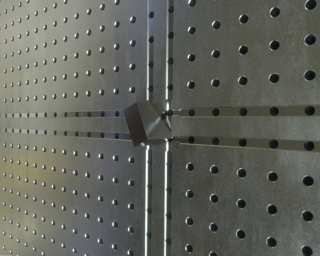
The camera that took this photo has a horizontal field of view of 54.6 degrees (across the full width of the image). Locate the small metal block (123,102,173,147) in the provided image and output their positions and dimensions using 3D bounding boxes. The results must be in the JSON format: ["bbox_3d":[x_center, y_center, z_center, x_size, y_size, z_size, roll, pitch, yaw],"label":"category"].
[{"bbox_3d":[-0.015,-0.004,0.406,0.025,0.050,0.050,-28,73,36],"label":"small metal block"}]
